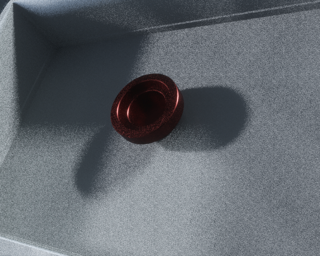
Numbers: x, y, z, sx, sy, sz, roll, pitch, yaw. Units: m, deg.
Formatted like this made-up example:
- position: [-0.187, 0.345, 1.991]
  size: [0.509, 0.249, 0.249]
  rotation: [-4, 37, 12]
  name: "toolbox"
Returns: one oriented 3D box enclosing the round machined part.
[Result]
- position: [-0.013, -0.022, 0.416]
  size: [0.098, 0.042, 0.098]
  rotation: [-13, 56, 21]
  name: "round machined part"
